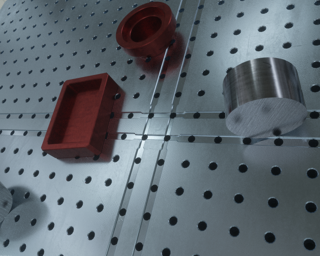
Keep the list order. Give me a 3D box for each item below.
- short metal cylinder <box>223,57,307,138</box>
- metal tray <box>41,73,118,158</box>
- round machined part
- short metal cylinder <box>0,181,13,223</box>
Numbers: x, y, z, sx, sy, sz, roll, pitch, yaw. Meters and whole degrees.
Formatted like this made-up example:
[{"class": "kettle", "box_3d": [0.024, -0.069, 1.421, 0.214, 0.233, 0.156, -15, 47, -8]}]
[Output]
[{"class": "short metal cylinder", "box_3d": [0.110, -0.030, 0.333, 0.080, 0.080, 0.050, -11, 57, 22]}, {"class": "metal tray", "box_3d": [-0.123, -0.020, 0.481, 0.090, 0.030, 0.130, -5, 59, 25]}, {"class": "round machined part", "box_3d": [-0.018, -0.153, 0.501, 0.098, 0.042, 0.098, -13, 56, 21]}, {"class": "short metal cylinder", "box_3d": [-0.265, 0.105, 0.448, 0.050, 0.080, 0.080, 26, 76, 37]}]
